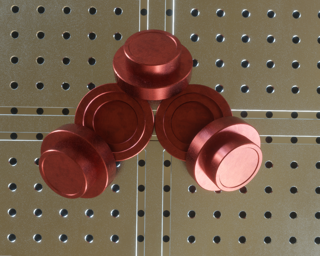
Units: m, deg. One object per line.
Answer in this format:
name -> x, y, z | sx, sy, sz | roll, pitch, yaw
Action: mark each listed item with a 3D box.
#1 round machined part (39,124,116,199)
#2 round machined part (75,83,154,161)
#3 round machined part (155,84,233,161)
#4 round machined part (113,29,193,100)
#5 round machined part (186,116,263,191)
round machined part -> -0.107, 0.047, 0.380 | 0.098, 0.042, 0.097 | 10, 119, 20
round machined part -> -0.057, -0.007, 0.403 | 0.099, 0.042, 0.097 | 0, 90, -1
round machined part -> 0.042, -0.006, 0.405 | 0.099, 0.042, 0.097 | 0, 90, -1
round machined part -> -0.009, -0.084, 0.379 | 0.099, 0.042, 0.098 | 1, 52, 0
round machined part -> 0.085, 0.038, 0.379 | 0.099, 0.042, 0.097 | -13, 123, -22
